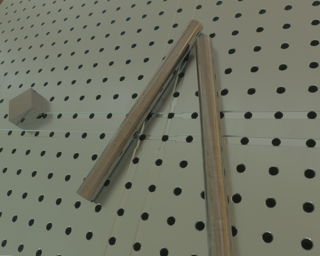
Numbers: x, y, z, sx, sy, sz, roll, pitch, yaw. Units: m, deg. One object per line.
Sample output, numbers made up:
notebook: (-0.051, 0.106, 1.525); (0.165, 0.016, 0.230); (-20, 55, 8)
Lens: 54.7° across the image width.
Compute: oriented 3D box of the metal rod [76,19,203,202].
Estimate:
metal rod: (-0.022, -0.033, 0.438); (0.025, 0.025, 0.300); (22, 73, 35)

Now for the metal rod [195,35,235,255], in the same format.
metal rod: (0.062, 0.003, 0.373); (0.025, 0.025, 0.299); (-12, 56, 21)

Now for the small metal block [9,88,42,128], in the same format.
small metal block: (-0.241, -0.036, 0.554); (0.050, 0.025, 0.050); (-27, 52, 10)
